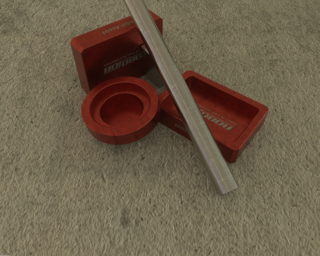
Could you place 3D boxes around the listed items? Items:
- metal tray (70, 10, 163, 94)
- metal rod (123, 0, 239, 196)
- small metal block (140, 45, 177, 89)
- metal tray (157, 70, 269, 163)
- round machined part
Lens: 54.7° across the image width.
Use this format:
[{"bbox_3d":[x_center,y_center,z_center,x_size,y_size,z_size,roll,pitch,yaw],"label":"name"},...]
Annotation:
[{"bbox_3d":[-0.056,-0.107,0.451,0.131,0.089,0.030,-30,57,-23],"label":"metal tray"},{"bbox_3d":[0.017,-0.060,0.386,0.025,0.025,0.299,-21,75,-17],"label":"metal rod"},{"bbox_3d":[-0.005,-0.095,0.461,0.025,0.050,0.050,-37,74,-24],"label":"small metal block"},{"bbox_3d":[0.066,-0.021,0.420,0.130,0.030,0.090,31,56,23],"label":"metal tray"},{"bbox_3d":[-0.048,-0.018,0.403,0.099,0.042,0.098,-3,53,5],"label":"round machined part"}]
